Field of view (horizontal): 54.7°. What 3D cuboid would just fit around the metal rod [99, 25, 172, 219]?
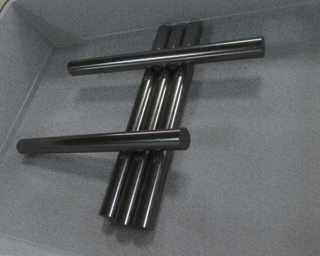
[{"bbox_3d":[-0.026,-0.024,0.434,0.025,0.025,0.300,1,62,28],"label":"metal rod"}]

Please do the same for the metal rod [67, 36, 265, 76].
[{"bbox_3d":[-0.010,-0.097,0.437,0.300,0.025,0.025,0,62,28],"label":"metal rod"}]

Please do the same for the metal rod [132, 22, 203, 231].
[{"bbox_3d":[0.017,-0.020,0.407,0.025,0.025,0.300,1,62,29],"label":"metal rod"}]

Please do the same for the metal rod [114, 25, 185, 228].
[{"bbox_3d":[-0.006,-0.019,0.420,0.025,0.025,0.300,1,62,29],"label":"metal rod"}]

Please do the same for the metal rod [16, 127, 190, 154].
[{"bbox_3d":[-0.097,0.021,0.420,0.300,0.025,0.025,-4,60,34],"label":"metal rod"}]
